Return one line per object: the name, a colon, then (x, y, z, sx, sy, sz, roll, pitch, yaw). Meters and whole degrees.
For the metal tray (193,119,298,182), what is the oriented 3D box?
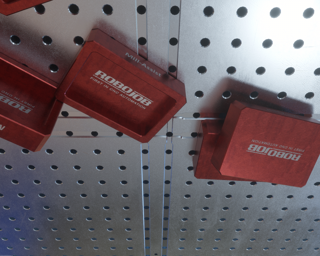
metal tray: (0.118, 0.035, 0.439, 0.131, 0.030, 0.089, 3, 130, -3)

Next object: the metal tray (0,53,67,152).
metal tray: (-0.174, -0.039, 0.334, 0.131, 0.090, 0.030, 29, 124, -23)

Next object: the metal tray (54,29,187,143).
metal tray: (-0.045, -0.043, 0.370, 0.131, 0.030, 0.090, 29, 124, -23)

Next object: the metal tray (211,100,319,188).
metal tray: (0.141, 0.023, 0.397, 0.131, 0.030, 0.089, 11, 107, -16)

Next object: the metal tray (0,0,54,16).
metal tray: (-0.128, -0.172, 0.260, 0.090, 0.030, 0.130, -14, 129, 11)
